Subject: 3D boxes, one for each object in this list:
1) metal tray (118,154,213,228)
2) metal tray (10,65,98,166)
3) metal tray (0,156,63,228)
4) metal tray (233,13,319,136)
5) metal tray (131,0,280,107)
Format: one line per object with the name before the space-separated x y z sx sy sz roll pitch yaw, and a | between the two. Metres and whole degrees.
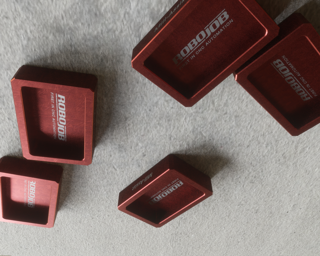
metal tray | 0.007 0.105 0.493 0.090 0.030 0.130 34 122 -26
metal tray | -0.129 -0.011 0.392 0.091 0.030 0.129 7 130 -7
metal tray | -0.208 0.106 0.490 0.091 0.030 0.129 12 129 -11
metal tray | 0.158 -0.055 0.359 0.130 0.030 0.090 37 121 -27
metal tray | 0.044 -0.090 0.327 0.090 0.030 0.130 34 122 -26
